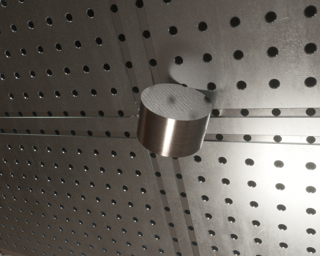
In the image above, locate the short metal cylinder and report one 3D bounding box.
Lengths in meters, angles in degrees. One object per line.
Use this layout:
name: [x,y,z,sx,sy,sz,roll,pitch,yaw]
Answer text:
short metal cylinder: [0.015,-0.011,0.360,0.080,0.080,0.050,21,126,15]
